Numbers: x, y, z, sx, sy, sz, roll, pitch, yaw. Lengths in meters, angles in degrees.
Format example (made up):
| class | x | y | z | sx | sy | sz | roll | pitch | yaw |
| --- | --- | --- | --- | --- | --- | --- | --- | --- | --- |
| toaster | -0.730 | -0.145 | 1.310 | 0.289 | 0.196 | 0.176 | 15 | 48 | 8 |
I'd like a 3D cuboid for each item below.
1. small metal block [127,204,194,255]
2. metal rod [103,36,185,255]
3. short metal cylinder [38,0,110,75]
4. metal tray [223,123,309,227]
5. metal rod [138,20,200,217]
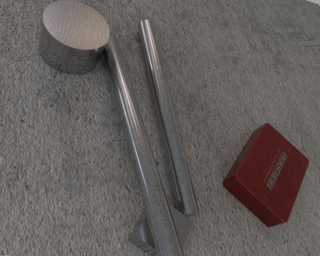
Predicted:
| class | x | y | z | sx | sy | sz | roll | pitch | yaw |
| --- | --- | --- | --- | --- | --- | --- | --- | --- | --- |
| small metal block | 0.001 | 0.112 | 0.336 | 0.050 | 0.025 | 0.050 | 37 | 51 | -4 |
| metal rod | -0.030 | 0.003 | 0.366 | 0.025 | 0.025 | 0.299 | -1 | 56 | -29 |
| short metal cylinder | -0.111 | -0.115 | 0.398 | 0.081 | 0.050 | 0.080 | 14 | 56 | -21 |
| metal tray | 0.157 | 0.063 | 0.446 | 0.090 | 0.030 | 0.131 | 43 | 51 | 1 |
| metal rod | 0.005 | -0.030 | 0.424 | 0.025 | 0.025 | 0.299 | 2 | 61 | -27 |
